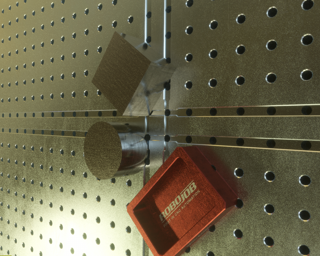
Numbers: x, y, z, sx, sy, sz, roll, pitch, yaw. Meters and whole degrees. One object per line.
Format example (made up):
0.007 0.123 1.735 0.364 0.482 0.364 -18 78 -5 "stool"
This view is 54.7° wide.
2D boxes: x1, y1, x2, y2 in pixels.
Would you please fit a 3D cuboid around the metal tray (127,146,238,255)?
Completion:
0.021 0.096 0.386 0.129 0.030 0.090 -52 60 27 "metal tray"

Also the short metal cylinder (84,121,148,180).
-0.064 0.031 0.443 0.080 0.050 0.079 0 90 39 "short metal cylinder"

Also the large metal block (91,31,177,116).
-0.038 -0.072 0.422 0.080 0.050 0.080 45 117 30 "large metal block"
